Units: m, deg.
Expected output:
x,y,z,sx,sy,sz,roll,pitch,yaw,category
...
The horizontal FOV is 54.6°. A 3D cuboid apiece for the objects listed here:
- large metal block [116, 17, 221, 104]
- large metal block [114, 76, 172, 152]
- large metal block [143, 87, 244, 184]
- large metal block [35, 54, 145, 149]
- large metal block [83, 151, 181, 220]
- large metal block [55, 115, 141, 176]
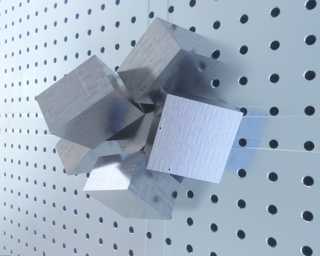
x,y,z,sx,sy,sz,roll,pitch,yaw,category
0.010,-0.073,0.366,0.080,0.081,0.050,-47,63,30,large metal block
-0.020,-0.012,0.413,0.080,0.050,0.080,-47,62,30,large metal block
0.032,0.007,0.338,0.050,0.080,0.080,-115,39,-73,large metal block
-0.077,-0.025,0.356,0.080,0.080,0.050,-34,67,8,large metal block
-0.035,0.075,0.394,0.080,0.080,0.050,-11,47,39,large metal block
-0.089,0.021,0.447,0.080,0.081,0.050,-46,63,30,large metal block
